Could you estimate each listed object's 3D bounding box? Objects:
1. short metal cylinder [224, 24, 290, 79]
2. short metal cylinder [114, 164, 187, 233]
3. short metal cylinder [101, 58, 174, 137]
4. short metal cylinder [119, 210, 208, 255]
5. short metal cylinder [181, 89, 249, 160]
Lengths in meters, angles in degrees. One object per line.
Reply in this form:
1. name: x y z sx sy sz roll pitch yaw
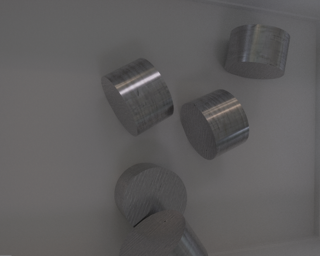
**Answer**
1. short metal cylinder: 0.134 -0.103 0.430 0.081 0.080 0.050 12 86 -20
2. short metal cylinder: -0.013 0.087 0.393 0.081 0.050 0.080 0 90 -20
3. short metal cylinder: -0.028 -0.037 0.371 0.050 0.080 0.080 -31 100 -17
4. short metal cylinder: 0.004 0.135 0.331 0.080 0.080 0.050 -37 108 -16
5. short metal cylinder: 0.070 -0.005 0.407 0.050 0.080 0.080 -24 98 -18
